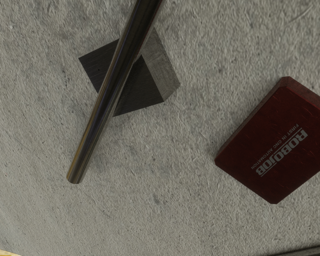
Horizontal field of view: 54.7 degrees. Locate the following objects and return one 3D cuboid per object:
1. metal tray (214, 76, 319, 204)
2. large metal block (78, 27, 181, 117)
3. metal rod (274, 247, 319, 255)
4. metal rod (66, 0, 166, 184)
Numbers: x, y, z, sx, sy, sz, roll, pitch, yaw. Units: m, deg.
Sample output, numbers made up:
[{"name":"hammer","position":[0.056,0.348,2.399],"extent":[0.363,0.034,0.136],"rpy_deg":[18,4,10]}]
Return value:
[{"name":"metal tray","position":[0.133,0.019,0.345],"extent":[0.090,0.030,0.129],"rpy_deg":[35,129,4]},{"name":"large metal block","position":[-0.034,-0.066,0.366],"extent":[0.080,0.050,0.080],"rpy_deg":[-14,111,33]},{"name":"metal rod","position":[0.211,0.166,0.398],"extent":[0.299,0.025,0.025],"rpy_deg":[-33,100,38]},{"name":"metal rod","position":[-0.062,-0.028,0.355],"extent":[0.025,0.025,0.298],"rpy_deg":[35,129,4]}]
